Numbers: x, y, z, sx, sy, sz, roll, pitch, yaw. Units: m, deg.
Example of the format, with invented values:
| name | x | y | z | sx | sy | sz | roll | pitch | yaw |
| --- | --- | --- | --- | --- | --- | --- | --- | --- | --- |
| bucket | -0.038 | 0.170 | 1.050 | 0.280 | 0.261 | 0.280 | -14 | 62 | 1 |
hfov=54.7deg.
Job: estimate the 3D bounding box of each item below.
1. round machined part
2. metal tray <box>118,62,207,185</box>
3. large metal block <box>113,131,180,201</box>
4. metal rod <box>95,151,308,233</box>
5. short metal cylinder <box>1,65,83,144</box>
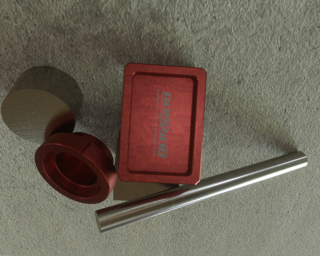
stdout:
| name | x | y | z | sx | sy | sz | roll | pitch | yaw |
| --- | --- | --- | --- | --- | --- | --- | --- | --- | --- |
| round machined part | -0.096 | 0.043 | 0.375 | 0.098 | 0.042 | 0.097 | 12 | 131 | 15 |
| metal tray | 0.002 | -0.004 | 0.352 | 0.091 | 0.030 | 0.129 | 4 | 90 | -4 |
| large metal block | -0.018 | 0.051 | 0.415 | 0.081 | 0.080 | 0.050 | 4 | 130 | -4 |
| metal rod | 0.069 | 0.074 | 0.396 | 0.303 | 0.025 | 0.025 | -12 | 134 | -23 |
| short metal cylinder | -0.137 | -0.027 | 0.368 | 0.081 | 0.050 | 0.079 | 0 | 130 | 0 |
